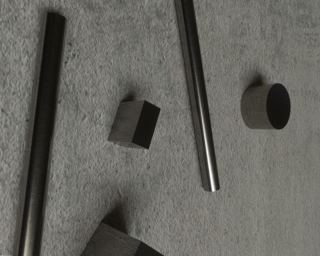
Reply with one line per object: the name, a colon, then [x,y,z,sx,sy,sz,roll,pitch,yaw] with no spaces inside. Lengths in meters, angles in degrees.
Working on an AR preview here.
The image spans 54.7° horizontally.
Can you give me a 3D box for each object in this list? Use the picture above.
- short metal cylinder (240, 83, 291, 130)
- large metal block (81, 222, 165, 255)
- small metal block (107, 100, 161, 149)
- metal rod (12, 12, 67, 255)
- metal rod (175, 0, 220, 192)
short metal cylinder: [0.188,-0.037,0.549,0.081,0.050,0.079,0,90,-40]
large metal block: [-0.048,0.157,0.331,0.050,0.080,0.080,45,63,-31]
small metal block: [-0.031,-0.004,0.364,0.025,0.050,0.050,27,73,-37]
metal rod: [-0.121,0.036,0.304,0.025,0.025,0.298,9,85,-40]
metal rod: [0.055,-0.053,0.453,0.025,0.025,0.298,-16,101,-39]
